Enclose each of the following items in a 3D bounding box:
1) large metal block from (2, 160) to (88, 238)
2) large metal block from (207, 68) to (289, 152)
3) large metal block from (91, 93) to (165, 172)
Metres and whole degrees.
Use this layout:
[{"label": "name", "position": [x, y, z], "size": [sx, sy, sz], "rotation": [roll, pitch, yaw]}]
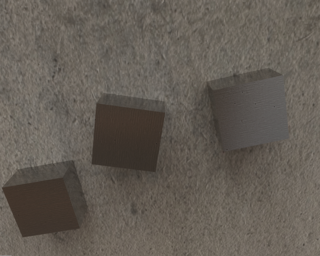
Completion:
[{"label": "large metal block", "position": [-0.155, 0.097, 0.430], "size": [0.080, 0.050, 0.079], "rotation": [-10, 110, 3]}, {"label": "large metal block", "position": [0.109, -0.024, 0.389], "size": [0.080, 0.050, 0.079], "rotation": [-12, 110, 4]}, {"label": "large metal block", "position": [-0.040, 0.005, 0.398], "size": [0.081, 0.050, 0.079], "rotation": [8, 110, -4]}]
